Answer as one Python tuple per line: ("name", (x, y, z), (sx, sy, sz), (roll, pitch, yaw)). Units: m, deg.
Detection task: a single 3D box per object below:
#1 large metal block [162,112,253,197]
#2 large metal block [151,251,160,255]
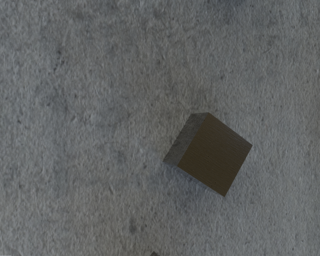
("large metal block", (0.064, 0.035, 0.421), (0.080, 0.050, 0.080), (35, 79, -17))
("large metal block", (0.005, 0.223, 0.399), (0.080, 0.050, 0.080), (41, 77, -16))
